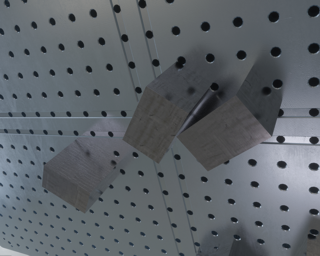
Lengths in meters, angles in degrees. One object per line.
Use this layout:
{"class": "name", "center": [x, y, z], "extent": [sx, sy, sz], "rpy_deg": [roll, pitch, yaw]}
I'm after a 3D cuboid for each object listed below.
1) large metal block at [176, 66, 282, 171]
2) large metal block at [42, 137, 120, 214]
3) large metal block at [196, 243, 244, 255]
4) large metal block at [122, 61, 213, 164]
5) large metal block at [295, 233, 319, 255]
{"class": "large metal block", "center": [0.075, -0.011, 0.330], "extent": [0.050, 0.080, 0.080], "rpy_deg": [48, 129, -6]}
{"class": "large metal block", "center": [-0.123, 0.072, 0.486], "extent": [0.080, 0.080, 0.050], "rpy_deg": [29, 128, 10]}
{"class": "large metal block", "center": [0.103, 0.237, 0.488], "extent": [0.080, 0.050, 0.080], "rpy_deg": [48, 129, -6]}
{"class": "large metal block", "center": [0.009, -0.019, 0.359], "extent": [0.050, 0.080, 0.080], "rpy_deg": [33, 129, 6]}
{"class": "large metal block", "center": [0.218, 0.196, 0.401], "extent": [0.080, 0.050, 0.079], "rpy_deg": [18, 126, 17]}
